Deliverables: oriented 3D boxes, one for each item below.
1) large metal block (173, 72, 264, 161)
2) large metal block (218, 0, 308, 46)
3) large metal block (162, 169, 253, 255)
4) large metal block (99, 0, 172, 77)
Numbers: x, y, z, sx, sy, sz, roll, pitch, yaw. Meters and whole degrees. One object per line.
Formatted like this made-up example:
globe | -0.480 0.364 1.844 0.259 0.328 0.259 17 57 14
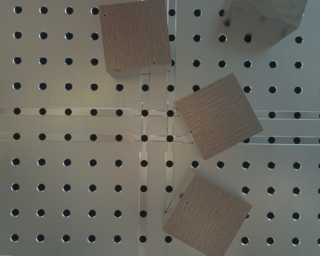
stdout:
large metal block | 0.072 -0.014 0.401 0.080 0.050 0.080 -28 90 0
large metal block | 0.125 -0.149 0.387 0.080 0.080 0.050 18 90 0
large metal block | 0.058 0.110 0.401 0.080 0.050 0.080 30 90 0
large metal block | -0.030 -0.113 0.401 0.080 0.050 0.080 -6 90 0
